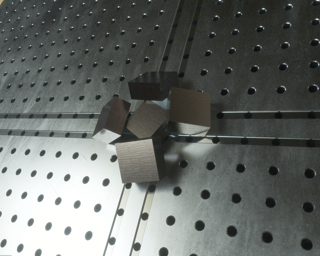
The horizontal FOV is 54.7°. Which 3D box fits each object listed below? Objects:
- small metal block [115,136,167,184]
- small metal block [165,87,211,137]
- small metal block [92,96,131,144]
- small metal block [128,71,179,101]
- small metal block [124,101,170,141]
[{"bbox_3d":[-0.023,0.039,0.379,0.050,0.025,0.050,-9,94,23],"label":"small metal block"},{"bbox_3d":[0.035,-0.020,0.386,0.050,0.025,0.050,9,60,-7],"label":"small metal block"},{"bbox_3d":[-0.068,-0.010,0.434,0.050,0.025,0.050,-28,42,56],"label":"small metal block"},{"bbox_3d":[-0.008,-0.059,0.431,0.050,0.025,0.050,6,29,31],"label":"small metal block"},{"bbox_3d":[-0.013,-0.006,0.416,0.050,0.025,0.050,-49,52,-7],"label":"small metal block"}]
